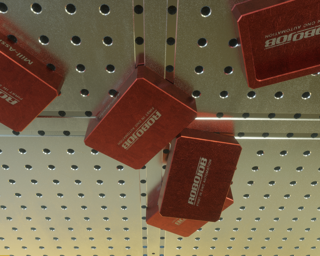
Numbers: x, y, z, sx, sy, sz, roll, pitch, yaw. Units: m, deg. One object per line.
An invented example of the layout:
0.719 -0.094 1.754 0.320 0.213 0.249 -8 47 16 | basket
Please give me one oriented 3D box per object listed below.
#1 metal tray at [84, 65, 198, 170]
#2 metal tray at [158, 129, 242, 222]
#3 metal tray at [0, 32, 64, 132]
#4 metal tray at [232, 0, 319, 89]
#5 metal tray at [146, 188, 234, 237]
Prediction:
-0.027 -0.007 0.402 0.090 0.030 0.129 30 124 -24 | metal tray
0.054 0.070 0.443 0.091 0.030 0.129 9 111 -8 | metal tray
-0.192 -0.061 0.354 0.090 0.030 0.130 -37 122 26 | metal tray
0.150 -0.100 0.325 0.130 0.030 0.090 -14 129 11 | metal tray
0.047 0.130 0.520 0.090 0.030 0.129 26 125 -21 | metal tray
